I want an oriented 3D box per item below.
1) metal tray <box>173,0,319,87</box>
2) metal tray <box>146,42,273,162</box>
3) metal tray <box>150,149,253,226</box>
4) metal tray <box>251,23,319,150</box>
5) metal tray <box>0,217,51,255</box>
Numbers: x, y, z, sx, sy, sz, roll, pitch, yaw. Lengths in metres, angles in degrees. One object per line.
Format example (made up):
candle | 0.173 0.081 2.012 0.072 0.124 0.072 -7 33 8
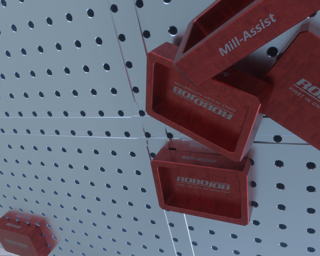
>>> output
metal tray | 0.075 -0.099 0.264 0.030 0.090 0.130 42 131 -21
metal tray | 0.045 -0.029 0.339 0.130 0.030 0.089 29 139 24
metal tray | 0.057 0.080 0.425 0.130 0.030 0.089 4 121 25
metal tray | 0.166 -0.028 0.303 0.130 0.030 0.089 35 129 5
metal tray | -0.335 0.268 0.747 0.130 0.030 0.089 2 120 26
